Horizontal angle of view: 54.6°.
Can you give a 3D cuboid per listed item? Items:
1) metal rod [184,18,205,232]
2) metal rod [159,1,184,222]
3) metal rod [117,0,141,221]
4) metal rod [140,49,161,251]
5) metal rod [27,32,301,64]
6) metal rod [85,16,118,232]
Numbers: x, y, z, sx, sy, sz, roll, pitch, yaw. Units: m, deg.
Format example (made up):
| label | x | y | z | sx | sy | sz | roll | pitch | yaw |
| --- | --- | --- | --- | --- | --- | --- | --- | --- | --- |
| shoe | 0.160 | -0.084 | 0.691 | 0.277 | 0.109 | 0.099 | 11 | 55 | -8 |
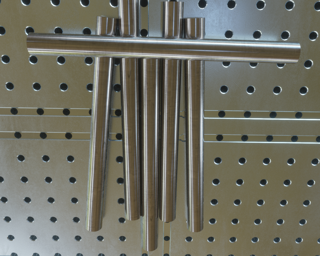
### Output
| label | x | y | z | sx | sy | sz | roll | pitch | yaw |
| --- | --- | --- | --- | --- | --- | --- | --- | --- | --- |
| metal rod | 0.047 | 0.010 | 0.418 | 0.025 | 0.025 | 0.298 | -2 | 110 | 1 |
| metal rod | 0.013 | -0.007 | 0.412 | 0.025 | 0.025 | 0.298 | 1 | 110 | 0 |
| metal rod | -0.038 | -0.010 | 0.410 | 0.025 | 0.025 | 0.298 | 1 | 110 | 0 |
| metal rod | -0.013 | 0.043 | 0.429 | 0.025 | 0.025 | 0.298 | 1 | 111 | 0 |
| metal rod | 0.005 | -0.091 | 0.353 | 0.302 | 0.025 | 0.025 | 2 | 110 | -1 |
| metal rod | -0.081 | 0.009 | 0.415 | 0.025 | 0.025 | 0.298 | 7 | 110 | -3 |
